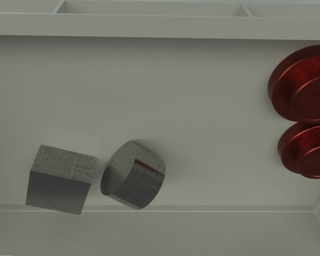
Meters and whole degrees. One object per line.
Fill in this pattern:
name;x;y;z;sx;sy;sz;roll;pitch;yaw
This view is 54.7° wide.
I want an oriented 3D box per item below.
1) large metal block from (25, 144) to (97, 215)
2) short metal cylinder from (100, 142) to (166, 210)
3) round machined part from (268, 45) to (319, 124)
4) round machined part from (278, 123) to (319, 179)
large metal block;-0.146;0.078;0.457;0.081;0.050;0.079;15;128;-13
short metal cylinder;-0.038;0.066;0.429;0.050;0.080;0.080;34;122;-26
round machined part;0.182;-0.044;0.364;0.099;0.042;0.097;-1;130;0
round machined part;0.220;0.034;0.430;0.099;0.042;0.097;-1;130;0
